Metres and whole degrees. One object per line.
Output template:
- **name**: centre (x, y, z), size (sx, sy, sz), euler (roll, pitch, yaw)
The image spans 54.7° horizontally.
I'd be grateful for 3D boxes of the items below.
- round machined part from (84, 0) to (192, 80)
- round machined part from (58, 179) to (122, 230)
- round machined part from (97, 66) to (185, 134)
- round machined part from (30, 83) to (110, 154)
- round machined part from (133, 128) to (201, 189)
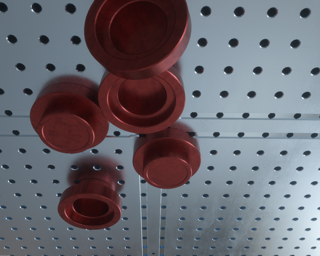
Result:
- **round machined part**: centre (-0.018, -0.092, 0.298), size (0.098, 0.098, 0.042), euler (-13, 165, 10)
- **round machined part**: centre (-0.110, 0.119, 0.501), size (0.099, 0.042, 0.097), euler (-1, 130, 0)
- **round machined part**: centre (-0.021, -0.043, 0.364), size (0.099, 0.042, 0.097), euler (-1, 130, 0)
- **round machined part**: centre (-0.115, -0.005, 0.395), size (0.099, 0.042, 0.097), euler (-1, 130, 0)
- **round machined part**: centre (0.010, 0.050, 0.444), size (0.099, 0.042, 0.097), euler (-1, 130, 0)
